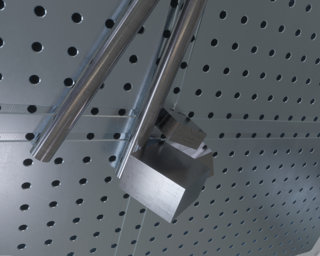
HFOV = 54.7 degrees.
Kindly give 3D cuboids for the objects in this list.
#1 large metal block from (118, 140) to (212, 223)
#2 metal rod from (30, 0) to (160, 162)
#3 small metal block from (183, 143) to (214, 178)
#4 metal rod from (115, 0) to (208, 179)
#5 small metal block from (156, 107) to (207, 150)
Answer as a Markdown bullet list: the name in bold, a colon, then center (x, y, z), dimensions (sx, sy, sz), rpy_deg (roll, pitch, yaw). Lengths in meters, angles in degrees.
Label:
- **large metal block**: center (0.008, 0.064, 0.400), dimensions (0.080, 0.080, 0.050), rpy_deg (-19, 134, -58)
- **metal rod**: center (-0.049, -0.087, 0.330), dimensions (0.025, 0.025, 0.299), rpy_deg (29, 102, -38)
- **small metal block**: center (0.054, 0.057, 0.477), dimensions (0.050, 0.025, 0.050), rpy_deg (-21, 127, -16)
- **metal rod**: center (0.006, -0.064, 0.374), dimensions (0.025, 0.025, 0.298), rpy_deg (10, 113, -33)
- **small metal block**: center (0.025, 0.000, 0.409), dimensions (0.050, 0.050, 0.025), rpy_deg (21, 107, -36)
